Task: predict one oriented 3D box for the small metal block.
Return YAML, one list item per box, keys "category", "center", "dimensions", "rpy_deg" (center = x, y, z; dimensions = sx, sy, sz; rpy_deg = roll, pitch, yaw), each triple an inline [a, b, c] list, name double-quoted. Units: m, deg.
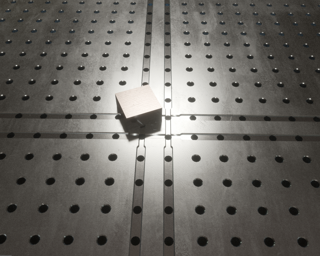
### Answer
- category: "small metal block"
  center: [-0.030, -0.030, 0.432]
  dimensions: [0.050, 0.025, 0.050]
  rpy_deg: [-18, 52, -15]
